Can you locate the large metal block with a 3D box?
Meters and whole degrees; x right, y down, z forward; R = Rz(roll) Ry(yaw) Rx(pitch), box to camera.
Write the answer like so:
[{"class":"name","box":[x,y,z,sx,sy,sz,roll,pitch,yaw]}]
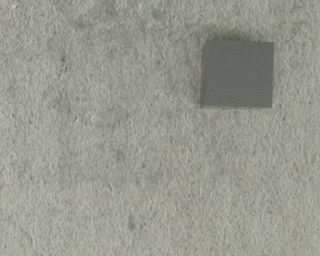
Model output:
[{"class":"large metal block","box":[0.096,-0.065,0.399,0.081,0.050,0.079,2,90,-1]}]
